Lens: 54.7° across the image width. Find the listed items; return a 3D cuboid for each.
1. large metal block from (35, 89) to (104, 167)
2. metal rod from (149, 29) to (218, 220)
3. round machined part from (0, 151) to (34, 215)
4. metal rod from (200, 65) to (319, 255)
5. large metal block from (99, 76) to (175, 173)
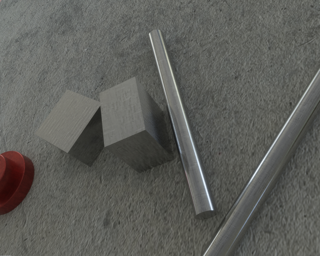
[{"bbox_3d":[-0.118,-0.001,0.448,0.080,0.050,0.080,21,73,35],"label":"large metal block"},{"bbox_3d":[0.021,-0.028,0.408,0.025,0.025,0.299,-23,53,14],"label":"metal rod"},{"bbox_3d":[-0.246,0.079,0.471,0.098,0.042,0.098,-13,56,20],"label":"round machined part"},{"bbox_3d":[0.132,0.016,0.324,0.025,0.025,0.300,27,76,37],"label":"metal rod"},{"bbox_3d":[-0.028,-0.002,0.383,0.050,0.080,0.080,-23,53,14],"label":"large metal block"}]
